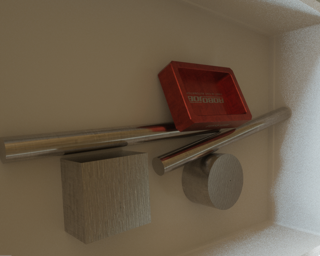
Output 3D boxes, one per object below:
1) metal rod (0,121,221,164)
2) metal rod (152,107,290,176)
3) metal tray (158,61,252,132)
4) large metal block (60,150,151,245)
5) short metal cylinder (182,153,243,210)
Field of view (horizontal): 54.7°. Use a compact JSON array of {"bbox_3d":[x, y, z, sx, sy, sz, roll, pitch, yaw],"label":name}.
[{"bbox_3d":[-0.030,0.009,0.382,0.302,0.025,0.025,-6,94,-40],"label":"metal rod"},{"bbox_3d":[0.113,0.011,0.483,0.302,0.025,0.025,-18,102,-36],"label":"metal rod"},{"bbox_3d":[0.067,-0.044,0.439,0.131,0.030,0.090,-4,68,-40],"label":"metal tray"},{"bbox_3d":[-0.059,0.070,0.343,0.081,0.050,0.079,-5,94,-40],"label":"large metal block"},{"bbox_3d":[0.079,0.076,0.459,0.081,0.050,0.079,-1,91,-40],"label":"short metal cylinder"}]
